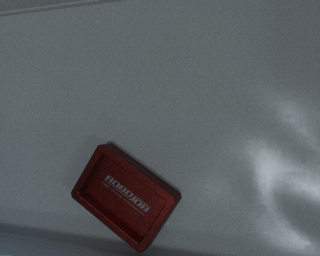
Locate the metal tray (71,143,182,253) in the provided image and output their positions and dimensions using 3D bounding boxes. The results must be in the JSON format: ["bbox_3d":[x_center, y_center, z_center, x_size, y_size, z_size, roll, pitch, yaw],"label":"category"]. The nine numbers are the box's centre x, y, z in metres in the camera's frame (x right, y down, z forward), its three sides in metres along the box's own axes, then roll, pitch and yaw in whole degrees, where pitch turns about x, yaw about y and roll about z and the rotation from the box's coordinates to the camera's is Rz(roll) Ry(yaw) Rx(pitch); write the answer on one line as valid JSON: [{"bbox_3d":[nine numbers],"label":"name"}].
[{"bbox_3d":[-0.048,0.092,0.423,0.130,0.030,0.090,34,101,16],"label":"metal tray"}]
